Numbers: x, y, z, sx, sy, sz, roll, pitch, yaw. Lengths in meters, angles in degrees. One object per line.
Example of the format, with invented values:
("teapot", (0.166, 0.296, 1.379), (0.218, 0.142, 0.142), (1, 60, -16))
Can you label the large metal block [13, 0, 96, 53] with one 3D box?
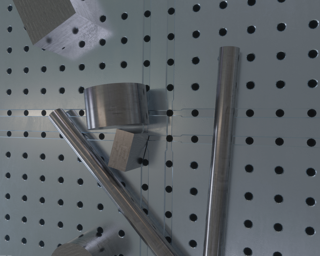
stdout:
("large metal block", (-0.154, -0.170, 0.454), (0.080, 0.050, 0.080), (-29, 81, 17))

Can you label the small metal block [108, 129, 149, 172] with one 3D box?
("small metal block", (-0.041, 0.028, 0.414), (0.025, 0.050, 0.050), (16, 95, 19))

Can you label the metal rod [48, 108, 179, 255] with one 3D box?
("metal rod", (-0.061, 0.089, 0.433), (0.025, 0.025, 0.300), (-45, 76, 14))

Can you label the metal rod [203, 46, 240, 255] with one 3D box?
("metal rod", (0.075, 0.051, 0.386), (0.025, 0.025, 0.298), (5, 92, 20))

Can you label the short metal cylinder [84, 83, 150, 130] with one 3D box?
("short metal cylinder", (-0.056, -0.026, 0.403), (0.080, 0.080, 0.050), (-7, 88, 20))

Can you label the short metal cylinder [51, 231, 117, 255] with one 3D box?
("short metal cylinder", (-0.107, 0.194, 0.437), (0.080, 0.050, 0.079), (0, 90, 20))
